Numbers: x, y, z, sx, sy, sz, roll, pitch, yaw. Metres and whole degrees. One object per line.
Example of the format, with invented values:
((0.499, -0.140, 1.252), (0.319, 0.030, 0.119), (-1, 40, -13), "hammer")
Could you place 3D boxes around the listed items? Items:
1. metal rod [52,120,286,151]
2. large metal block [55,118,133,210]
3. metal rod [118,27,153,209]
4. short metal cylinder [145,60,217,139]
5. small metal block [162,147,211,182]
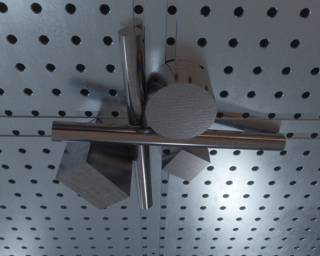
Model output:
((0.021, 0.012, 0.397), (0.302, 0.025, 0.025), (3, 131, -13), "metal rod")
((-0.082, 0.048, 0.414), (0.050, 0.080, 0.080), (-28, 125, 21), "large metal block")
((-0.028, 0.012, 0.422), (0.025, 0.025, 0.298), (-1, 130, 1), "metal rod")
((0.024, -0.033, 0.368), (0.081, 0.050, 0.079), (0, 130, 0), "short metal cylinder")
((0.037, 0.047, 0.454), (0.050, 0.025, 0.050), (26, 125, -21), "small metal block")
